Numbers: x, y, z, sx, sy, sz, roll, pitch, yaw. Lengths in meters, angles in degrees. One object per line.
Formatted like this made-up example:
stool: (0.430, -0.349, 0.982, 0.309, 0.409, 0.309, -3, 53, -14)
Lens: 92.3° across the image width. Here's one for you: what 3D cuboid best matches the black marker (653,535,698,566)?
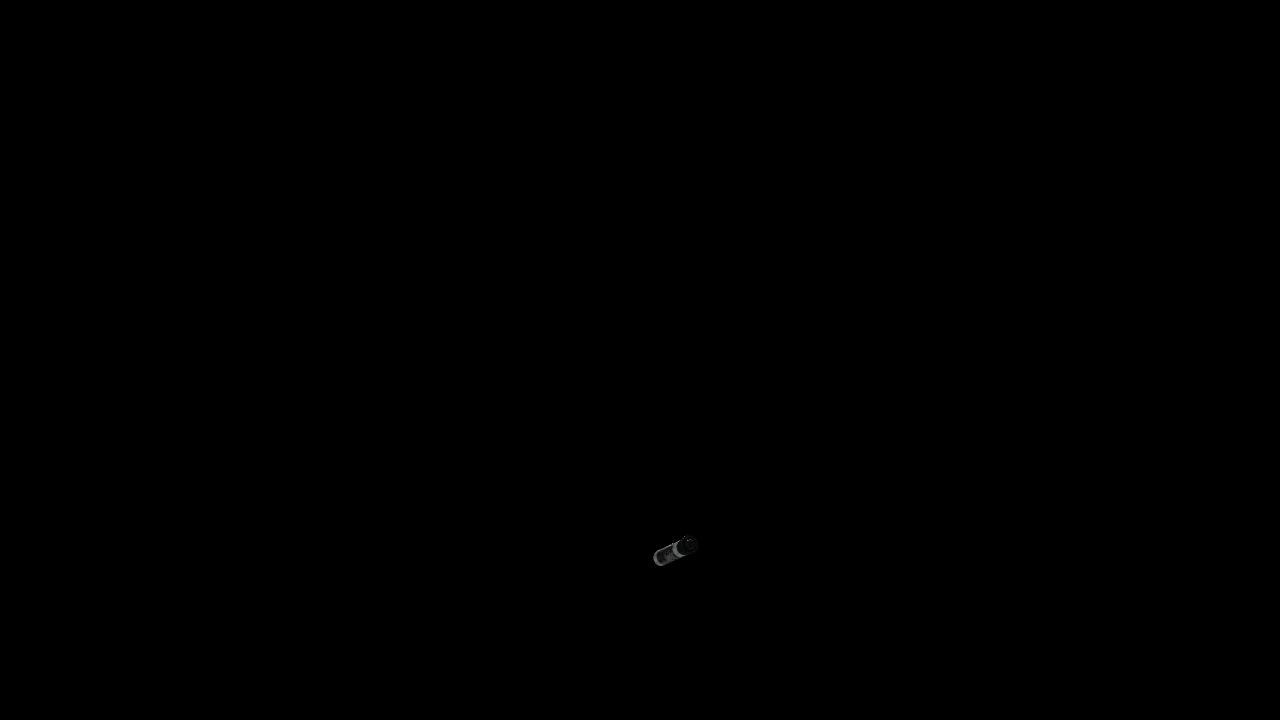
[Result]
black marker: (0.039, 0.215, 0.690, 0.020, 0.020, 0.121, 0, -24, -15)
